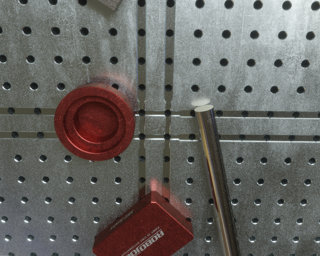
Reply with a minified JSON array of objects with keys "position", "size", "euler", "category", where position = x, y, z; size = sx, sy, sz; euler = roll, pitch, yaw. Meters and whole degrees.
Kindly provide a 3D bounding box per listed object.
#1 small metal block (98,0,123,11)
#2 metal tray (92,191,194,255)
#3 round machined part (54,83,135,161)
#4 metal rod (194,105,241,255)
[{"position":[-0.060,-0.169,0.350],"size":[0.050,0.025,0.050],"euler":[31,107,-11],"category":"small metal block"},{"position":[-0.026,0.167,0.472],"size":[0.130,0.030,0.090],"euler":[-41,106,13],"category":"metal tray"},{"position":[-0.080,-0.010,0.399],"size":[0.099,0.042,0.097],"euler":[0,110,-1],"category":"round machined part"},{"position":[0.092,0.110,0.455],"size":[0.025,0.025,0.298],"euler":[-13,110,4],"category":"metal rod"}]
